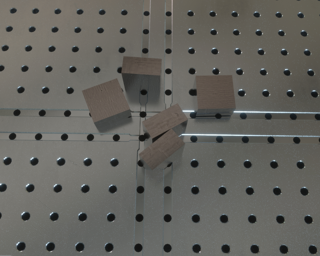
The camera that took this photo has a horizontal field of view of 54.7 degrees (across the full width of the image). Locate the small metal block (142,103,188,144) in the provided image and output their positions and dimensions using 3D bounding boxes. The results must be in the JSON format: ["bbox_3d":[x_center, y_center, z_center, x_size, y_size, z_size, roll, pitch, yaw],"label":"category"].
[{"bbox_3d":[0.006,-0.001,0.399,0.050,0.050,0.025,-28,73,-10],"label":"small metal block"}]

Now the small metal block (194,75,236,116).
[{"bbox_3d":[0.075,-0.045,0.429,0.050,0.025,0.050,-1,70,-1],"label":"small metal block"}]

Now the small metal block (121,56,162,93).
[{"bbox_3d":[-0.024,-0.072,0.425,0.050,0.050,0.025,4,70,1],"label":"small metal block"}]

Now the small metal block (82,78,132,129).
[{"bbox_3d":[-0.072,-0.033,0.423,0.050,0.025,0.050,-21,72,-8],"label":"small metal block"}]

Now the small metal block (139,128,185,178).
[{"bbox_3d":[0.002,0.033,0.387,0.050,0.050,0.025,-38,75,-13],"label":"small metal block"}]
